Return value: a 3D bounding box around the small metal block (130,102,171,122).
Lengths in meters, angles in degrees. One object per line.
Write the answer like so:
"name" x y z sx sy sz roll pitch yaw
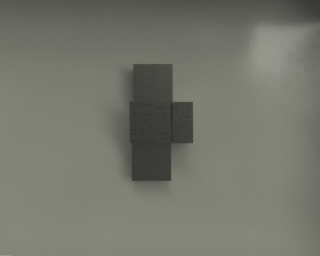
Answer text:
"small metal block" -0.011 -0.019 0.397 0.050 0.050 0.025 0 90 0

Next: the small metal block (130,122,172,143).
"small metal block" -0.011 0.005 0.397 0.050 0.050 0.025 0 90 0

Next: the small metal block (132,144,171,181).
"small metal block" -0.011 0.043 0.409 0.050 0.025 0.050 0 90 0

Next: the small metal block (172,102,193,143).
"small metal block" 0.027 -0.007 0.397 0.025 0.050 0.050 0 90 0

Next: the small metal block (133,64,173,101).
"small metal block" -0.009 -0.057 0.409 0.050 0.025 0.050 0 90 0
